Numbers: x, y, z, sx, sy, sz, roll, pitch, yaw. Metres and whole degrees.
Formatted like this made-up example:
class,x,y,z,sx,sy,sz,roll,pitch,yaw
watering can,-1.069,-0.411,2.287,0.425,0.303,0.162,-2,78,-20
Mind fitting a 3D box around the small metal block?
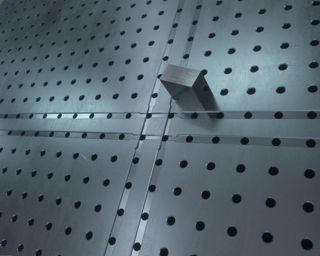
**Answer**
class,x,y,z,sx,sy,sz,roll,pitch,yaw
small metal block,0.035,-0.055,0.406,0.050,0.050,0.025,20,73,35
